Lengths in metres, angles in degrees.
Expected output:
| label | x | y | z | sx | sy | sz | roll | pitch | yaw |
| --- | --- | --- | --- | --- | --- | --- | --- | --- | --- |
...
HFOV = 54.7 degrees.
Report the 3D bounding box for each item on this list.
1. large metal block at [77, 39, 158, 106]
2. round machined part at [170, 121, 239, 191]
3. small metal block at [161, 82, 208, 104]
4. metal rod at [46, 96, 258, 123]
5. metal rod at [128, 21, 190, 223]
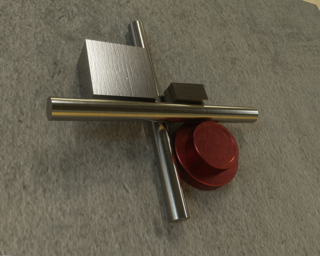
| label | x | y | z | sx | sy | sz | roll | pitch | yaw |
| --- | --- | --- | --- | --- | --- | --- | --- | --- | --- |
| large metal block | -0.057 | -0.060 | 0.396 | 0.081 | 0.050 | 0.080 | 1 | 62 | -28 |
| round machined part | 0.064 | 0.030 | 0.411 | 0.099 | 0.042 | 0.098 | 14 | 56 | -21 |
| small metal block | 0.030 | -0.038 | 0.430 | 0.050 | 0.050 | 0.025 | -1 | 63 | -29 |
| metal rod | 0.015 | -0.020 | 0.395 | 0.303 | 0.025 | 0.025 | 0 | 62 | -33 |
| metal rod | -0.008 | -0.026 | 0.418 | 0.025 | 0.025 | 0.299 | 2 | 61 | -28 |
